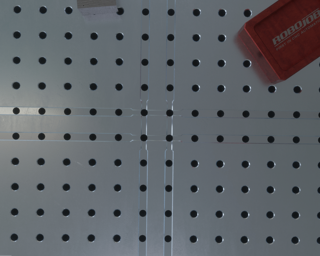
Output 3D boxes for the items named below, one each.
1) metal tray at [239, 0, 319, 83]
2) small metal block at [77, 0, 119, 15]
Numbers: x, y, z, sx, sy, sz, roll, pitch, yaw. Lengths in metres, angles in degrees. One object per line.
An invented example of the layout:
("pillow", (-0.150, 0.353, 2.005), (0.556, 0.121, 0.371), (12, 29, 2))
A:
("metal tray", (0.185, -0.132, 0.412), (0.130, 0.030, 0.090), (-35, 90, 0))
("small metal block", (-0.084, -0.181, 0.412), (0.050, 0.025, 0.050), (-5, 90, 0))
